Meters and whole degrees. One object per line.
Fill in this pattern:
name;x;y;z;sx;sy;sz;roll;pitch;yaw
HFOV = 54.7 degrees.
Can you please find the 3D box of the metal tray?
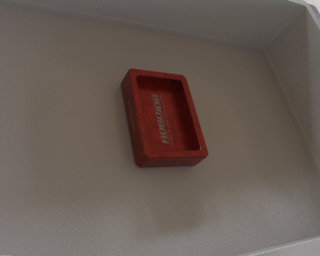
metal tray;0.004;-0.014;0.411;0.091;0.030;0.130;2;61;-28
